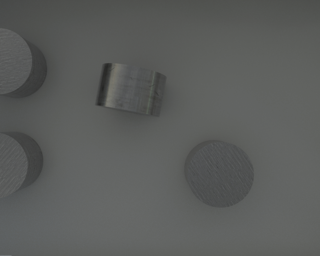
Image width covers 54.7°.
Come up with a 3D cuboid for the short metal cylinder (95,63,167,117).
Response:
[{"bbox_3d":[-0.036,-0.045,0.383,0.080,0.080,0.050,10,90,-1],"label":"short metal cylinder"}]

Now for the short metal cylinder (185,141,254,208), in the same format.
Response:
[{"bbox_3d":[0.074,0.057,0.400,0.081,0.050,0.079,0,90,-1],"label":"short metal cylinder"}]

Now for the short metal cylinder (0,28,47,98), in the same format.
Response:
[{"bbox_3d":[-0.194,-0.080,0.396,0.081,0.050,0.079,0,90,-1],"label":"short metal cylinder"}]

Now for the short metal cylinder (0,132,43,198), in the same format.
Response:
[{"bbox_3d":[-0.199,0.045,0.396,0.081,0.050,0.079,0,90,-1],"label":"short metal cylinder"}]
